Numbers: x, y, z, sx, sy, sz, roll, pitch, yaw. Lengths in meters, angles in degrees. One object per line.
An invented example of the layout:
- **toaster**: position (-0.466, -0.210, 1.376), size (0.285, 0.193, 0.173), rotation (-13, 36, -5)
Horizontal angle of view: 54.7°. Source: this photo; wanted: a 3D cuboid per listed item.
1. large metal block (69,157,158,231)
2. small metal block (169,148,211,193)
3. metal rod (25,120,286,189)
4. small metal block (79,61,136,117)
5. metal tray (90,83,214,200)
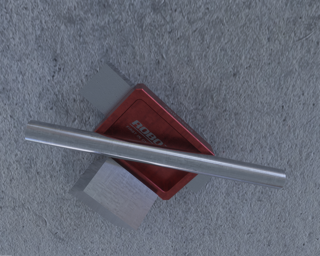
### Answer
- **large metal block**: position (-0.063, 0.086, 0.403), size (0.080, 0.080, 0.050), rotation (41, 63, -14)
- **small metal block**: position (0.046, 0.054, 0.431), size (0.050, 0.025, 0.050), rotation (37, 106, -13)
- **metal rod**: position (-0.001, 0.033, 0.364), size (0.302, 0.025, 0.025), rotation (11, 110, -5)
- **small metal block**: position (-0.064, -0.048, 0.392), size (0.050, 0.025, 0.050), rotation (43, 104, -15)
- **metal tray**: position (-0.008, 0.020, 0.388), size (0.130, 0.030, 0.090), rotation (42, 104, -14)
